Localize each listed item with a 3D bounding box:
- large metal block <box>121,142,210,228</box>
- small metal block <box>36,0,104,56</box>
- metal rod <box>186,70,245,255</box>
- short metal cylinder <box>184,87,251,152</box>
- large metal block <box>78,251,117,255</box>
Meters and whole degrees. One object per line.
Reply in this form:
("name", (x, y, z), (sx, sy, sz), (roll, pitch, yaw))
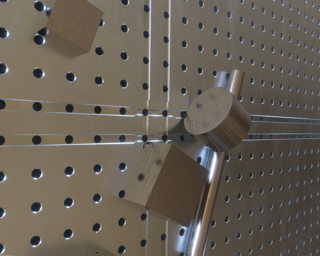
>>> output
("large metal block", (0.009, 0.073, 0.403), (0.080, 0.050, 0.080), (37, 67, -34))
("small metal block", (-0.095, -0.113, 0.331), (0.050, 0.025, 0.050), (26, 74, -37))
("metal rod", (0.090, 0.048, 0.487), (0.025, 0.025, 0.299), (26, 74, -38))
("short metal cylinder", (0.082, -0.012, 0.444), (0.050, 0.080, 0.080), (39, 66, -34))
("large metal block", (-0.080, 0.184, 0.328), (0.081, 0.050, 0.080), (9, 84, -40))
